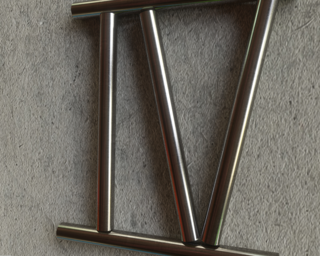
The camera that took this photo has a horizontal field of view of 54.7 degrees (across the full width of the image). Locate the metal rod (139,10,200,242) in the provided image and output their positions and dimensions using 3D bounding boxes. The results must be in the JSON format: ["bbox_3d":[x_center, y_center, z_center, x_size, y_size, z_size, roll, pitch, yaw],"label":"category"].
[{"bbox_3d":[0.012,-0.006,0.404,0.025,0.025,0.298,-12,86,19],"label":"metal rod"}]

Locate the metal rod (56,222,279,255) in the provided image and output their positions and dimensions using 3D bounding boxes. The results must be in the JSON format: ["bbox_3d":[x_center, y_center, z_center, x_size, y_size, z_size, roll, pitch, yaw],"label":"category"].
[{"bbox_3d":[-0.004,0.155,0.410,0.301,0.025,0.025,1,91,19],"label":"metal rod"}]

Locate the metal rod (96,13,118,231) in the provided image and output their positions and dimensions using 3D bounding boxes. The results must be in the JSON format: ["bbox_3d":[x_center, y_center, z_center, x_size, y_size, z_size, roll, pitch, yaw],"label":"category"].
[{"bbox_3d":[-0.074,-0.008,0.434,0.025,0.025,0.298,1,90,19],"label":"metal rod"}]

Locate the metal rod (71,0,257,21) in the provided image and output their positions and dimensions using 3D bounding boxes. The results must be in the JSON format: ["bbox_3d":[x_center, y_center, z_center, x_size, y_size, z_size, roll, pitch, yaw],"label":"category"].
[{"bbox_3d":[0.020,-0.167,0.402,0.301,0.025,0.025,1,91,19],"label":"metal rod"}]

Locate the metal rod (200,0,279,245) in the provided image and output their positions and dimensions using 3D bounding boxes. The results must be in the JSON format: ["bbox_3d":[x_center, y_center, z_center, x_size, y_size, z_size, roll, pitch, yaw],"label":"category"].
[{"bbox_3d":[0.095,-0.005,0.376,0.025,0.025,0.298,14,94,19],"label":"metal rod"}]
